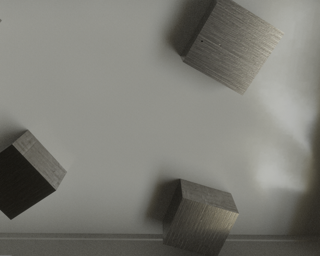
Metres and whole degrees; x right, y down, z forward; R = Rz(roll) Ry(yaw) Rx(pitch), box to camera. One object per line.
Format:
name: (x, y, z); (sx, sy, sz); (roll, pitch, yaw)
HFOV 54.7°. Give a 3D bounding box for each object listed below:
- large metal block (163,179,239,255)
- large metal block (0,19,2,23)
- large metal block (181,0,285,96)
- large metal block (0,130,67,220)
large metal block: (0.055, 0.130, 0.446); (0.080, 0.050, 0.079); (18, 109, -7)
large metal block: (-0.238, -0.107, 0.340); (0.080, 0.080, 0.050); (-43, 105, 14)
large metal block: (0.080, -0.097, 0.363); (0.080, 0.050, 0.080); (28, 108, -10)
large metal block: (-0.190, 0.063, 0.419); (0.080, 0.050, 0.080); (-33, 107, 11)
